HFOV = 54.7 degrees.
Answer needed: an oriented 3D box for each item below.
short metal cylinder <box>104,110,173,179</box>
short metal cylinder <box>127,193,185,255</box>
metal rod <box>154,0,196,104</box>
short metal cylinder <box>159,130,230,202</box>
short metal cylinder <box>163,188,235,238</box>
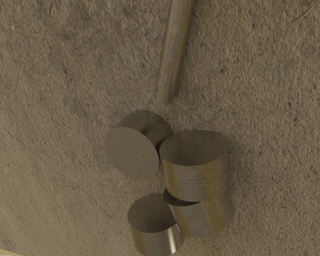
[{"bbox_3d":[-0.027,0.022,0.419,0.080,0.050,0.079,13,124,21],"label":"short metal cylinder"},{"bbox_3d":[-0.004,0.143,0.462,0.080,0.080,0.050,6,121,25],"label":"short metal cylinder"},{"bbox_3d":[0.028,-0.156,0.295,0.025,0.025,0.298,22,127,15],"label":"metal rod"},{"bbox_3d":[0.043,0.043,0.376,0.080,0.080,0.050,5,120,26],"label":"short metal cylinder"},{"bbox_3d":[0.051,0.094,0.403,0.080,0.080,0.050,-10,113,32],"label":"short metal cylinder"}]
